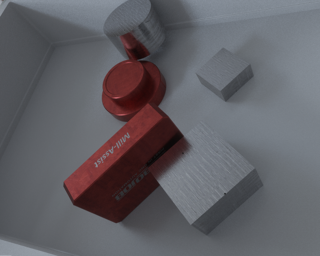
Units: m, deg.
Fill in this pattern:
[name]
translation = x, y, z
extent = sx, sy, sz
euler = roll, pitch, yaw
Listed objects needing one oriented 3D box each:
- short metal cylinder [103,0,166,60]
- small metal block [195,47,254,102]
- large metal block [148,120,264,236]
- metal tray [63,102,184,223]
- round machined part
[short metal cylinder]
translation = -0.037, -0.149, 0.469
extent = 0.080, 0.050, 0.080
euler = -15, 52, 21
[small metal block]
translation = 0.084, -0.070, 0.404
extent = 0.050, 0.025, 0.050
euler = -43, 51, -2
[large metal block]
translation = 0.048, 0.052, 0.332
extent = 0.080, 0.050, 0.080
euler = -42, 51, -1
[metal tray]
translation = -0.030, 0.043, 0.351
extent = 0.130, 0.090, 0.030
euler = -43, 51, -2
[round machined part]
translation = -0.044, -0.061, 0.454
extent = 0.098, 0.042, 0.098
euler = -13, 57, 20
